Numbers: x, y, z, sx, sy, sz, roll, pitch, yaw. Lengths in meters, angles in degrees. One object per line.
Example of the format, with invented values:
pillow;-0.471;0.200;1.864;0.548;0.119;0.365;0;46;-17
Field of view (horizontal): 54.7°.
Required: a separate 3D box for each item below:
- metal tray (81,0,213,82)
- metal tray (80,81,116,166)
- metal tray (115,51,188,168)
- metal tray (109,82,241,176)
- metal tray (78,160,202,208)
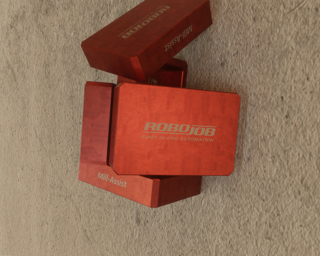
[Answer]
metal tray;-0.013;-0.109;0.355;0.090;0.131;0.030;22;145;37
metal tray;-0.064;-0.009;0.394;0.030;0.130;0.089;5;94;3
metal tray;-0.010;-0.021;0.370;0.030;0.091;0.129;9;96;39
metal tray;0.016;0.003;0.326;0.030;0.131;0.089;-162;76;-72
metal tray;-0.026;0.058;0.383;0.130;0.091;0.030;9;96;39
